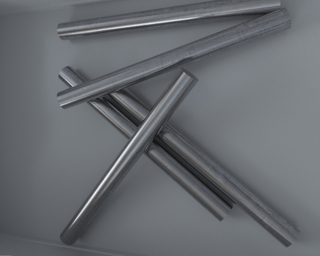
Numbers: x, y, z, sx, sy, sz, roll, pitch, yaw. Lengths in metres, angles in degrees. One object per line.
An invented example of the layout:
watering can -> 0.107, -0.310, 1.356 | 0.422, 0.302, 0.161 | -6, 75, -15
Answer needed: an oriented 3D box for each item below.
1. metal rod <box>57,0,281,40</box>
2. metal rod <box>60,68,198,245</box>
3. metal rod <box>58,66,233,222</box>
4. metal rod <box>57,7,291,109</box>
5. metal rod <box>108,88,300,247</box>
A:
metal rod -> -0.002, -0.145, 0.410 | 0.301, 0.025, 0.025 | -1, 90, 19
metal rod -> -0.051, 0.050, 0.405 | 0.025, 0.025, 0.299 | 43, 111, 14
metal rod -> -0.029, 0.012, 0.419 | 0.300, 0.025, 0.025 | 40, 103, 15
metal rod -> 0.007, -0.082, 0.390 | 0.301, 0.025, 0.025 | -18, 84, 12
metal rod -> 0.042, 0.034, 0.394 | 0.300, 0.025, 0.025 | 40, 103, 15
